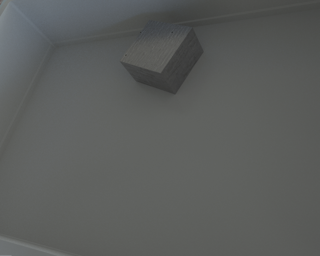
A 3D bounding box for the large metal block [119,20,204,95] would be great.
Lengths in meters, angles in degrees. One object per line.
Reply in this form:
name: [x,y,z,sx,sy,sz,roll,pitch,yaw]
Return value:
large metal block: [0.003,-0.105,0.451,0.080,0.050,0.080,24,74,36]
